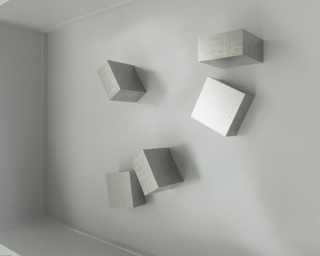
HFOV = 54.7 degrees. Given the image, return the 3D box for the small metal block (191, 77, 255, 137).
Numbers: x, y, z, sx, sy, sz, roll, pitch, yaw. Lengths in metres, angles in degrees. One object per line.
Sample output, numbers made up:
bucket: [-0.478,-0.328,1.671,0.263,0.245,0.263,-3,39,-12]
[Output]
small metal block: [0.070,-0.024,0.349,0.050,0.025,0.050,34,111,35]

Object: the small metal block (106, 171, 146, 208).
small metal block: [-0.050,0.088,0.448,0.050,0.025,0.050,-12,82,39]

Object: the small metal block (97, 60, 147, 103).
small metal block: [-0.053,-0.065,0.435,0.025,0.050,0.050,-39,66,33]

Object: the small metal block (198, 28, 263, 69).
small metal block: [0.075,-0.082,0.328,0.050,0.050,0.025,0,90,40]

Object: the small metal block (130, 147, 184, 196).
small metal block: [-0.003,0.054,0.393,0.025,0.050,0.050,-37,67,34]
